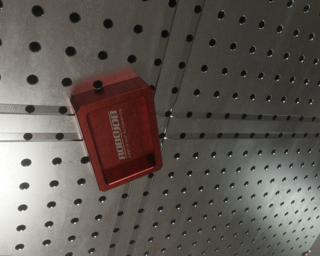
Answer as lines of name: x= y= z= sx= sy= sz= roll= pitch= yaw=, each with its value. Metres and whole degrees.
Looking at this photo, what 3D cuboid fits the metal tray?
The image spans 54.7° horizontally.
metal tray: x=-0.049 y=0.011 z=0.389 sx=0.091 sy=0.030 sz=0.129 roll=-20 pitch=126 yaw=-17
